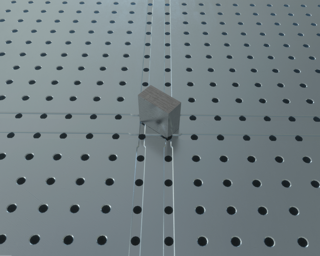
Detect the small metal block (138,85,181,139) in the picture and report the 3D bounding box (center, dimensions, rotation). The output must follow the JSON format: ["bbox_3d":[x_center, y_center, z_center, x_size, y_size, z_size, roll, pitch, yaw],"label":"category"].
[{"bbox_3d":[-0.001,-0.021,0.409,0.050,0.050,0.025,33,57,24],"label":"small metal block"}]
